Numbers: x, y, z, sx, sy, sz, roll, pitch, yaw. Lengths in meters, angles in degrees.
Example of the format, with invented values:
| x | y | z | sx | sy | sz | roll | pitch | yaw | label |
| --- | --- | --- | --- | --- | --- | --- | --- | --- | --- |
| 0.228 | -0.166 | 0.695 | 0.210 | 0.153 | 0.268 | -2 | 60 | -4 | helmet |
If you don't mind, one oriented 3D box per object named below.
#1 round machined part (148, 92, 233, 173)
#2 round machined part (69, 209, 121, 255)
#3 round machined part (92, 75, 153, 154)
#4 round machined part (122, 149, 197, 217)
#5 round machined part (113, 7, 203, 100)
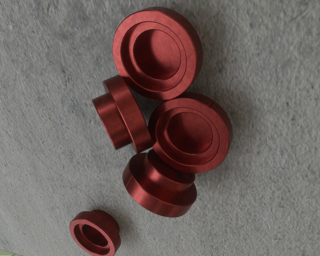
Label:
| x | y | z | sx | sy | sz | roll | pitch | yaw | label |
| --- | --- | --- | --- | --- | --- | --- | --- | --- | --- |
| 0.039 | 0.002 | 0.373 | 0.098 | 0.042 | 0.097 | 11 | 119 | 20 | round machined part |
| -0.114 | 0.190 | 0.571 | 0.098 | 0.042 | 0.097 | 13 | 124 | 20 | round machined part |
| -0.049 | -0.012 | 0.377 | 0.042 | 0.098 | 0.098 | -26 | 111 | -9 | round machined part |
| 0.005 | 0.063 | 0.397 | 0.098 | 0.098 | 0.042 | 33 | 114 | 6 | round machined part |
| 0.001 | -0.083 | 0.343 | 0.098 | 0.042 | 0.097 | 13 | 124 | 20 | round machined part |
